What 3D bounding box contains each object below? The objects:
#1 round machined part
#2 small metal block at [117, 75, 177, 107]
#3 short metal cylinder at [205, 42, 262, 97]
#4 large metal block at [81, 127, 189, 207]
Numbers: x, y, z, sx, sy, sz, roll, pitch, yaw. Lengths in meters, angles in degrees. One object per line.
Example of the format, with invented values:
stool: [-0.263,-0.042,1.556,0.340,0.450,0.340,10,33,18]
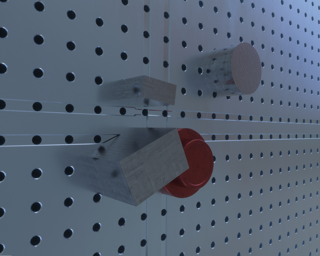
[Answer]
round machined part: [0.037,0.049,0.432,0.099,0.042,0.097,0,90,-40]
small metal block: [-0.016,-0.044,0.381,0.050,0.050,0.025,10,84,-40]
short metal cylinder: [0.118,-0.091,0.494,0.081,0.050,0.079,0,90,-40]
large metal block: [-0.028,0.038,0.351,0.081,0.080,0.050,-29,109,-36]
